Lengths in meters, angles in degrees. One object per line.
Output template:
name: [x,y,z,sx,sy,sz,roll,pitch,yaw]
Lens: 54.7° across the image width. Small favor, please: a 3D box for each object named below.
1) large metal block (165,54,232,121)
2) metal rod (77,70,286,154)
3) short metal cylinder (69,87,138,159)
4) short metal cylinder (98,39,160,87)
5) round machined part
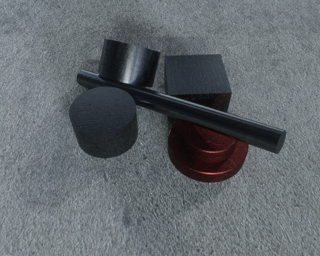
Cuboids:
large metal block: [0.049,-0.058,0.435,0.081,0.050,0.080,-2,50,-2]
metal rod: [0.002,-0.031,0.387,0.300,0.025,0.025,21,52,33]
short metal cylinder: [-0.069,-0.007,0.395,0.081,0.050,0.080,0,50,0]
short metal cylinder: [-0.044,-0.092,0.441,0.080,0.050,0.080,13,12,-3]
round machined part: [0.059,0.014,0.381,0.099,0.042,0.098,0,50,0]
